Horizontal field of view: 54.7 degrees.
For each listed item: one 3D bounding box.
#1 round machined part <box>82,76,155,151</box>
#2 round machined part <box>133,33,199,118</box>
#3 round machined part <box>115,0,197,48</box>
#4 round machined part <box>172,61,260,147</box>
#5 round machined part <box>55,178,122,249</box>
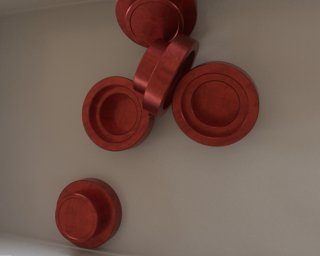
[{"bbox_3d":[-0.052,-0.018,0.420,0.098,0.042,0.097,0,90,20],"label":"round machined part"},{"bbox_3d":[0.004,-0.064,0.359,0.042,0.098,0.098,29,100,8],"label":"round machined part"},{"bbox_3d":[-0.005,-0.135,0.372,0.098,0.098,0.042,-11,46,19],"label":"round machined part"},{"bbox_3d":[0.067,-0.030,0.368,0.098,0.042,0.097,6,110,16],"label":"round machined part"},{"bbox_3d":[-0.108,0.123,0.439,0.098,0.042,0.097,0,90,20],"label":"round machined part"}]
